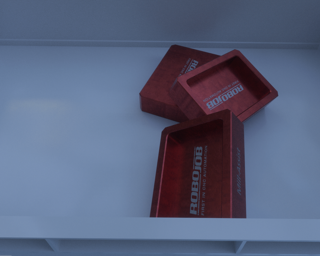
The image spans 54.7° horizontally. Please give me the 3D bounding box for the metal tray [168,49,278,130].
[{"bbox_3d":[0.087,-0.046,0.410,0.131,0.030,0.090,-31,76,-34],"label":"metal tray"}]

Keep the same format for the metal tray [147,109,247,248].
[{"bbox_3d":[0.039,0.051,0.317,0.090,0.030,0.130,-17,50,34],"label":"metal tray"}]

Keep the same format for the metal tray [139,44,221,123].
[{"bbox_3d":[0.037,-0.067,0.459,0.090,0.030,0.130,18,52,14],"label":"metal tray"}]
